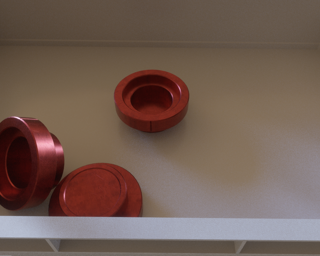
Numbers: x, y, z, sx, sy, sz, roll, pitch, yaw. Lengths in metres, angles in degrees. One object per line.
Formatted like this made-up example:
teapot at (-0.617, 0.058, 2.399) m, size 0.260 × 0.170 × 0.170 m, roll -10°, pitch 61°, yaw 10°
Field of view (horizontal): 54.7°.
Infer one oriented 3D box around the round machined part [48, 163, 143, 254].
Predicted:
round machined part at (-0.068, 0.077, 0.328) m, size 0.099 × 0.042 × 0.098 m, roll 0°, pitch 50°, yaw 0°

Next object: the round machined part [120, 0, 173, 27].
round machined part at (-0.025, -0.229, 0.589) m, size 0.099 × 0.042 × 0.098 m, roll 0°, pitch 50°, yaw 0°

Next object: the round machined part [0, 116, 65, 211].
round machined part at (-0.143, 0.037, 0.338) m, size 0.098 × 0.097 × 0.042 m, roll 42°, pitch 21°, yaw 29°

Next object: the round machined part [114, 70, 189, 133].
round machined part at (-0.011, -0.032, 0.421) m, size 0.099 × 0.042 × 0.098 m, roll 0°, pitch 50°, yaw 0°
